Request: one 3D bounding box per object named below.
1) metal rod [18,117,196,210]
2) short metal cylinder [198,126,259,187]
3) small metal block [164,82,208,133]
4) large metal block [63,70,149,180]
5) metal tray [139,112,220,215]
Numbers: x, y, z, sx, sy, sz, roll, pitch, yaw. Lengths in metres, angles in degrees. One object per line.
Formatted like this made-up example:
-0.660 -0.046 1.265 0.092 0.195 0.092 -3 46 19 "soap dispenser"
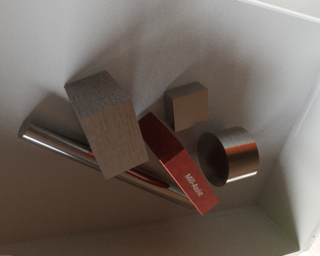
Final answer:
-0.044 0.062 0.422 0.301 0.025 0.025 32 100 -39 "metal rod"
0.097 0.041 0.452 0.050 0.080 0.079 -11 123 -22 "short metal cylinder"
0.035 -0.028 0.409 0.050 0.025 0.050 -19 126 -18 "small metal block"
-0.059 -0.005 0.337 0.050 0.080 0.080 -24 128 -14 "large metal block"
0.022 0.048 0.407 0.030 0.090 0.130 -38 130 -4 "metal tray"
